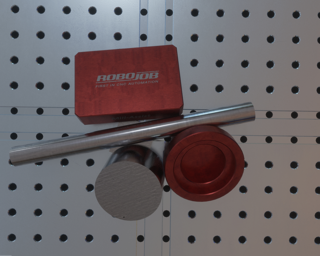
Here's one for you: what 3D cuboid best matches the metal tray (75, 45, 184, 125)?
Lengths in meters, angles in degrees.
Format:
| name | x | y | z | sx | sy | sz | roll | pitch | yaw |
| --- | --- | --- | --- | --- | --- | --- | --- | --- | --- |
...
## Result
| name | x | y | z | sx | sy | sz | roll | pitch | yaw |
| --- | --- | --- | --- | --- | --- | --- | --- | --- | --- |
| metal tray | -0.040 | -0.056 | 0.396 | 0.131 | 0.030 | 0.090 | -5 | 71 | -1 |

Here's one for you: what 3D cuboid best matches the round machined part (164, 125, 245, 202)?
| name | x | y | z | sx | sy | sz | roll | pitch | yaw |
| --- | --- | --- | --- | --- | --- | --- | --- | --- | --- |
| round machined part | 0.053 | 0.041 | 0.394 | 0.099 | 0.042 | 0.097 | -2 | 112 | -4 |

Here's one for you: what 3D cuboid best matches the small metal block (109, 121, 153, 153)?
| name | x | y | z | sx | sy | sz | roll | pitch | yaw |
| --- | --- | --- | --- | --- | --- | --- | --- | --- | --- |
| small metal block | -0.036 | 0.015 | 0.421 | 0.050 | 0.025 | 0.050 | 18 | 90 | -1 |

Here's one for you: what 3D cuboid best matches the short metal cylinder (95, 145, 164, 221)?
| name | x | y | z | sx | sy | sz | roll | pitch | yaw |
| --- | --- | --- | --- | --- | --- | --- | --- | --- | --- |
| short metal cylinder | -0.035 | 0.068 | 0.389 | 0.080 | 0.050 | 0.079 | 1 | 109 | 5 |

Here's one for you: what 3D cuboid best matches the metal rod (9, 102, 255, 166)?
| name | x | y | z | sx | sy | sz | roll | pitch | yaw |
| --- | --- | --- | --- | --- | --- | --- | --- | --- | --- |
| metal rod | -0.033 | 0.007 | 0.387 | 0.302 | 0.025 | 0.025 | -11 | 90 | -1 |
